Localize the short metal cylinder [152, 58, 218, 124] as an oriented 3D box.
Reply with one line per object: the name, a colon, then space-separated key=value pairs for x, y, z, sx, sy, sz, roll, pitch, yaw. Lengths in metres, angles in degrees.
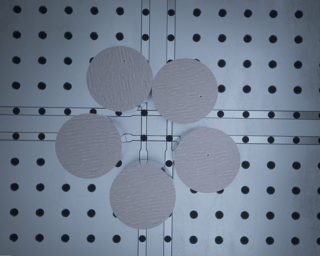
short metal cylinder: x=0.030 y=-0.045 z=0.400 sx=0.081 sy=0.050 sz=0.079 roll=0 pitch=90 yaw=0

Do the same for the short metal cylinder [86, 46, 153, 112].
short metal cylinder: x=-0.049 y=-0.060 z=0.400 sx=0.081 sy=0.050 sz=0.079 roll=0 pitch=90 yaw=-1

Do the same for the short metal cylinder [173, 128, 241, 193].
short metal cylinder: x=0.057 y=0.039 z=0.400 sx=0.081 sy=0.050 sz=0.079 roll=0 pitch=91 yaw=-1

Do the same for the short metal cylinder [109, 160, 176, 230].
short metal cylinder: x=-0.021 y=0.083 z=0.399 sx=0.081 sy=0.050 sz=0.080 roll=0 pitch=90 yaw=0

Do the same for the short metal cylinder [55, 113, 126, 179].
short metal cylinder: x=-0.086 y=0.022 z=0.400 sx=0.081 sy=0.050 sz=0.079 roll=0 pitch=90 yaw=0
